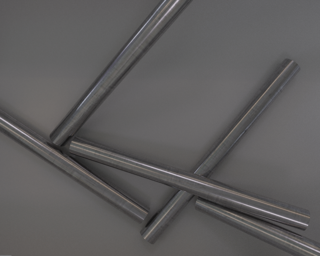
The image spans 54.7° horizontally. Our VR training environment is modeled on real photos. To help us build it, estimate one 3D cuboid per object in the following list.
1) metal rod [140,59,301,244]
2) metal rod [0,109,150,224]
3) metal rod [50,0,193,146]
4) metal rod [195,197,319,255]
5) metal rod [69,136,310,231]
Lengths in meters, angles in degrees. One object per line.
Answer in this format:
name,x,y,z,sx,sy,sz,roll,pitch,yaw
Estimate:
metal rod,0.079,0.031,0.411,0.025,0.025,0.300,40,90,0
metal rod,-0.145,0.034,0.410,0.301,0.025,0.025,34,90,0
metal rod,-0.036,-0.081,0.353,0.025,0.025,0.299,46,113,0
metal rod,0.179,0.142,0.346,0.300,0.025,0.025,20,90,27
metal rod,0.029,0.066,0.387,0.301,0.025,0.025,17,90,9
